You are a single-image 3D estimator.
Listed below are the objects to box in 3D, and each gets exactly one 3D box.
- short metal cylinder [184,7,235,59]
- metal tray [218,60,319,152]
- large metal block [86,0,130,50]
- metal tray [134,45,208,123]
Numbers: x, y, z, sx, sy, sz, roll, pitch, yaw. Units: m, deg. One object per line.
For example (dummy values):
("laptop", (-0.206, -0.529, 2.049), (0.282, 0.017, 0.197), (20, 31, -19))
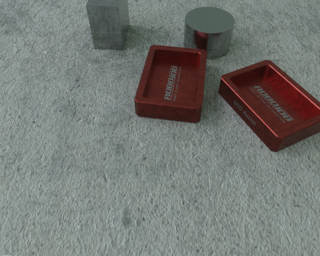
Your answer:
("short metal cylinder", (0.081, -0.161, 0.523), (0.081, 0.050, 0.080), (0, 50, 0))
("metal tray", (0.154, -0.036, 0.431), (0.091, 0.030, 0.130), (-21, 53, -17))
("large metal block", (-0.085, -0.191, 0.527), (0.050, 0.080, 0.080), (3, 50, 3))
("metal tray", (0.020, -0.069, 0.458), (0.090, 0.030, 0.130), (7, 50, 5))
